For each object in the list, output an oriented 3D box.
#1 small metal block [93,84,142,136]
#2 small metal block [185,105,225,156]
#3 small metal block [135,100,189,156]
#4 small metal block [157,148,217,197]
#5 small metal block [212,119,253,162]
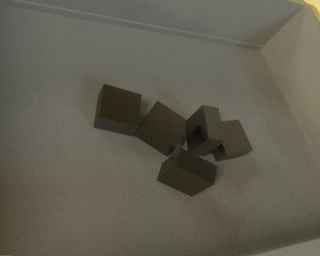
[{"bbox_3d":[-0.052,-0.022,0.389,0.050,0.025,0.050,14,56,-21],"label":"small metal block"},{"bbox_3d":[0.059,0.004,0.418,0.025,0.050,0.050,10,58,-24],"label":"small metal block"},{"bbox_3d":[0.003,0.000,0.405,0.050,0.025,0.050,34,51,-7],"label":"small metal block"},{"bbox_3d":[0.032,0.054,0.372,0.050,0.050,0.025,27,53,-12],"label":"small metal block"},{"bbox_3d":[0.098,0.017,0.447,0.050,0.025,0.050,-6,65,-31],"label":"small metal block"}]
